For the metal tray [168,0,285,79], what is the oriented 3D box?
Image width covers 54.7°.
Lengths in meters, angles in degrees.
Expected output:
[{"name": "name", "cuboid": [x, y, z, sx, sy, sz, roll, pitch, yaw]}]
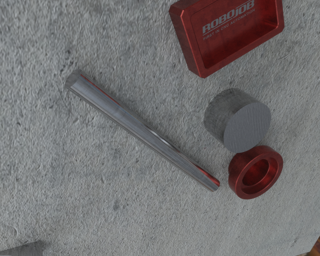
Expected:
[{"name": "metal tray", "cuboid": [0.084, -0.130, 0.370, 0.131, 0.030, 0.090, -32, 129, -8]}]

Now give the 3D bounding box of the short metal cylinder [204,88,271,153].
[{"name": "short metal cylinder", "cuboid": [0.111, -0.011, 0.447, 0.081, 0.050, 0.079, -14, 125, -21]}]

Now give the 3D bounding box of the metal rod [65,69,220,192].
[{"name": "metal rod", "cuboid": [-0.001, 0.021, 0.420, 0.025, 0.025, 0.301, -47, 130, 4]}]

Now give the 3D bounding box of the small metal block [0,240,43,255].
[{"name": "small metal block", "cuboid": [-0.179, 0.182, 0.406, 0.050, 0.050, 0.025, -10, 123, -24]}]

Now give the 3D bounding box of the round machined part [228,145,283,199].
[{"name": "round machined part", "cuboid": [0.157, 0.070, 0.528, 0.099, 0.042, 0.097, -14, 125, -21]}]
